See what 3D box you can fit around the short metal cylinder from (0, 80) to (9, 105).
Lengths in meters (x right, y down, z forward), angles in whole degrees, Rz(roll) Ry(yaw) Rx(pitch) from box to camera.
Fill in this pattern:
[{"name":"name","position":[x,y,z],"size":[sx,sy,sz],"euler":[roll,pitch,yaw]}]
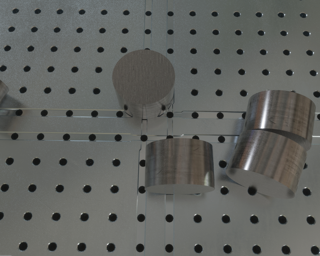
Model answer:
[{"name":"short metal cylinder","position":[-0.247,-0.049,0.398],"size":[0.080,0.080,0.050],"euler":[20,72,7]}]

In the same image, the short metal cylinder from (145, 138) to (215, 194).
[{"name":"short metal cylinder","position":[0.023,0.048,0.365],"size":[0.081,0.080,0.050],"euler":[0,70,0]}]

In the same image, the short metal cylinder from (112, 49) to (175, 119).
[{"name":"short metal cylinder","position":[-0.021,-0.058,0.419],"size":[0.081,0.050,0.080],"euler":[0,70,0]}]

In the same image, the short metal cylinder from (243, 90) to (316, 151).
[{"name":"short metal cylinder","position":[0.147,-0.005,0.385],"size":[0.080,0.080,0.050],"euler":[15,71,5]}]

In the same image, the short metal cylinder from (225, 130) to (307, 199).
[{"name":"short metal cylinder","position":[0.125,0.044,0.367],"size":[0.080,0.080,0.050],"euler":[23,72,8]}]
